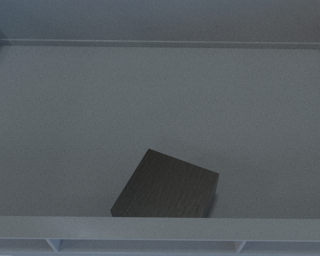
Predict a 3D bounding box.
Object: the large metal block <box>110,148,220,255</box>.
[{"bbox_3d":[0.008,0.078,0.321,0.080,0.050,0.080,18,52,17],"label":"large metal block"}]
